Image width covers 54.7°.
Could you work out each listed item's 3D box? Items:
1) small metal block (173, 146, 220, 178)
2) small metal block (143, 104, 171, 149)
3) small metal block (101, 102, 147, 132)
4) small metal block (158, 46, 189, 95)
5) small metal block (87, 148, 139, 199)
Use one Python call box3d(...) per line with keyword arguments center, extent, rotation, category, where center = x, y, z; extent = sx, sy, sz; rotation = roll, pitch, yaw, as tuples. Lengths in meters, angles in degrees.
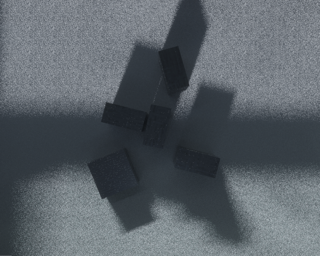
box3d(center=(0.046, 0.042, 0.399), extent=(0.050, 0.050, 0.025), rotation=(15, 90, 0), category="small metal block")
box3d(center=(-0.004, -0.002, 0.399), extent=(0.025, 0.050, 0.050), rotation=(12, 90, 0), category="small metal block")
box3d(center=(-0.044, -0.013, 0.398), extent=(0.050, 0.050, 0.025), rotation=(14, 90, 0), category="small metal block")
box3d(center=(0.017, -0.072, 0.399), extent=(0.025, 0.050, 0.050), rotation=(-16, 90, 0), category="small metal block")
box3d(center=(-0.061, 0.059, 0.411), extent=(0.050, 0.025, 0.050), rotation=(-22, 90, 0), category="small metal block")
